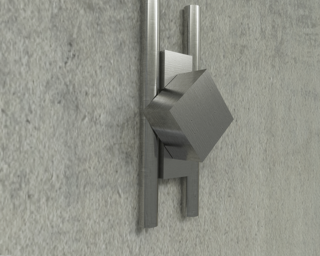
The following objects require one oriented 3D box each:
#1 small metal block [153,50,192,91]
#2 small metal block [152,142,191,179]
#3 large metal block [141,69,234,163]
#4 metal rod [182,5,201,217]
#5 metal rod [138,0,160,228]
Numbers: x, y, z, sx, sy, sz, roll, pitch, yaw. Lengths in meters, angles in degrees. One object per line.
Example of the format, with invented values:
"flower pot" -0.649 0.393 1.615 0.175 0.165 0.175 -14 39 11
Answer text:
"small metal block" 0.017 -0.075 0.421 0.050 0.025 0.050 1 90 -40
"small metal block" 0.016 0.041 0.420 0.050 0.025 0.050 1 90 -40
"large metal block" 0.037 -0.015 0.388 0.080 0.050 0.080 -49 119 -29
"metal rod" 0.045 -0.024 0.447 0.025 0.025 0.298 1 90 -40
"metal rod" -0.013 -0.025 0.397 0.025 0.025 0.298 1 90 -40
